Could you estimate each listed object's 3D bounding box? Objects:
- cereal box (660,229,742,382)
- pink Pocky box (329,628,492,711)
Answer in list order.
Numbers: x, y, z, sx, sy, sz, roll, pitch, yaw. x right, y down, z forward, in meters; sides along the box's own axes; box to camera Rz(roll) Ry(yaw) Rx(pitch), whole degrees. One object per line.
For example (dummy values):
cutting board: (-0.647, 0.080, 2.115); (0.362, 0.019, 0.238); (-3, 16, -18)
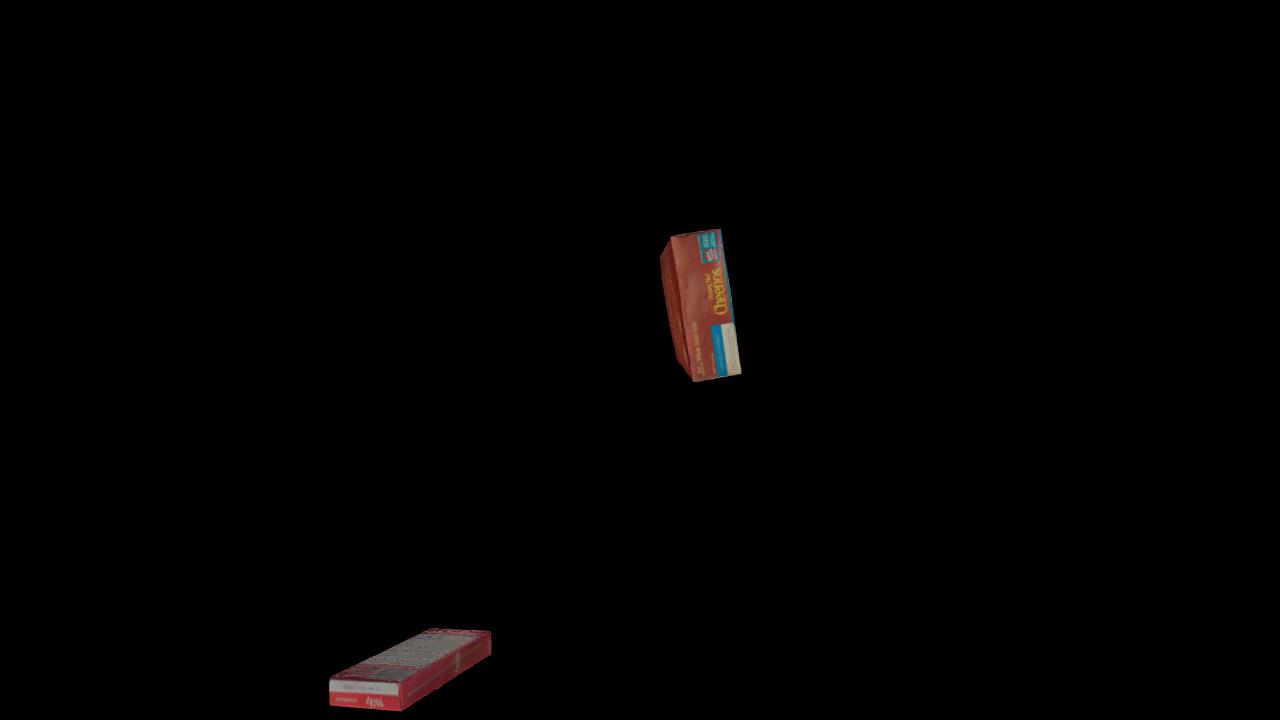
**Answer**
cereal box: (0.089, -0.085, 0.973); (0.081, 0.203, 0.306); (-10, 5, 0)
pink Pocky box: (-0.231, 0.317, 0.641); (0.084, 0.029, 0.155); (-6, -8, 18)
